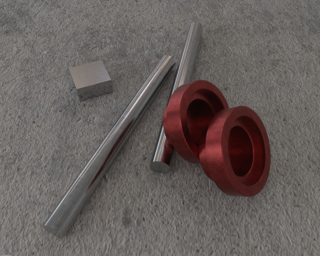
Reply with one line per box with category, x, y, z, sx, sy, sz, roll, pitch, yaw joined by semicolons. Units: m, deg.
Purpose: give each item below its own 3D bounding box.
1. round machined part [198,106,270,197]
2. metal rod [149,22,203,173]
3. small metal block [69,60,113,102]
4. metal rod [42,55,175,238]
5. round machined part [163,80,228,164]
round machined part;0.081;0.026;0.347;0.042;0.098;0.098;-10;36;45
metal rod;0.032;-0.066;0.458;0.025;0.025;0.300;10;51;8
small metal block;-0.103;-0.071;0.462;0.050;0.025;0.050;-18;52;-15
metal rod;-0.048;0.000;0.402;0.025;0.025;0.301;19;52;15
round machined part;0.042;-0.005;0.374;0.042;0.098;0.098;-10;36;45
